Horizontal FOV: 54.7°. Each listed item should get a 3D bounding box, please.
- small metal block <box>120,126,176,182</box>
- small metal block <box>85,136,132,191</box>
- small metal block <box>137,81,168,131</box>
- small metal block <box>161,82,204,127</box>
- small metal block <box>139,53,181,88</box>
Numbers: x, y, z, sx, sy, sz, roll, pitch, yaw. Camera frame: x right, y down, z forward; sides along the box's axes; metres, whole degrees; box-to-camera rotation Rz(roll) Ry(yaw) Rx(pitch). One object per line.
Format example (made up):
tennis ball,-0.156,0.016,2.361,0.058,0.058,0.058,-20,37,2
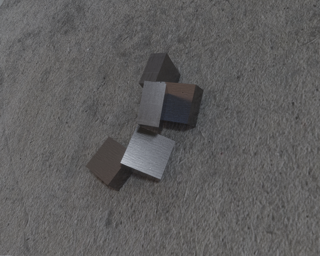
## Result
small metal block,-0.015,0.032,0.377,0.050,0.025,0.050,23,70,-2
small metal block,-0.061,0.046,0.407,0.050,0.025,0.050,29,78,37
small metal block,-0.007,-0.025,0.370,0.025,0.050,0.050,9,84,5
small metal block,0.024,-0.031,0.401,0.050,0.025,0.050,10,85,31
small metal block,0.001,-0.068,0.429,0.025,0.050,0.050,5,64,31
